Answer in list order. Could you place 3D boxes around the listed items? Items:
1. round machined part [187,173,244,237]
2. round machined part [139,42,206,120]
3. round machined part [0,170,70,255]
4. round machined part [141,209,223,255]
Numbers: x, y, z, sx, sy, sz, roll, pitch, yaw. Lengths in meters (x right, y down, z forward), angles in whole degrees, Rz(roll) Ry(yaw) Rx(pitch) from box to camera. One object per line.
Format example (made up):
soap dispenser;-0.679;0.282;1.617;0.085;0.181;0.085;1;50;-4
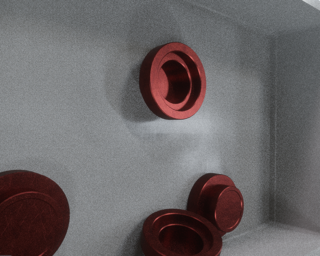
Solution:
round machined part;0.091;0.120;0.471;0.099;0.042;0.097;0;90;-40
round machined part;0.012;-0.059;0.405;0.099;0.042;0.097;0;90;-40
round machined part;-0.130;0.090;0.287;0.099;0.042;0.097;0;90;-40
round machined part;0.024;0.147;0.385;0.099;0.098;0.042;-7;116;-40
